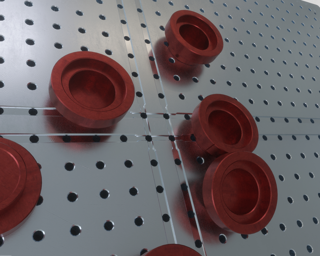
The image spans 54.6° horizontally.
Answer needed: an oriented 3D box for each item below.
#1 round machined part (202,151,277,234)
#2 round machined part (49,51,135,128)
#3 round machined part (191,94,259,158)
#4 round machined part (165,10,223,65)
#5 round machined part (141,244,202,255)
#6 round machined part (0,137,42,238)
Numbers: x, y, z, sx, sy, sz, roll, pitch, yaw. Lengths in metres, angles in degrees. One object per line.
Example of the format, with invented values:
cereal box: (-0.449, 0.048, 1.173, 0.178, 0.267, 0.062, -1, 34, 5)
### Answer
round machined part: (0.094, 0.079, 0.387, 0.099, 0.042, 0.098, 5, 78, -24)
round machined part: (-0.084, -0.042, 0.377, 0.099, 0.042, 0.098, 13, 56, -21)
round machined part: (0.087, 0.003, 0.441, 0.099, 0.042, 0.098, 13, 56, -21)
round machined part: (0.052, -0.143, 0.512, 0.099, 0.042, 0.098, 13, 56, -21)
round machined part: (0.008, 0.167, 0.299, 0.099, 0.042, 0.098, 13, 56, -21)
round machined part: (-0.159, 0.050, 0.281, 0.099, 0.042, 0.098, 14, 56, -21)
